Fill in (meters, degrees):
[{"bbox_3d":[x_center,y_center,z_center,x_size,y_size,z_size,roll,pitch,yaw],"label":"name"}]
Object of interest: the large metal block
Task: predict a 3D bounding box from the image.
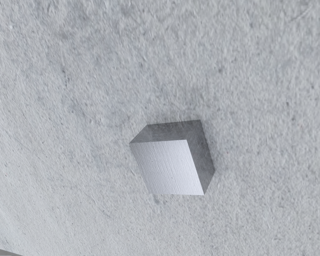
[{"bbox_3d":[0.018,0.039,0.404,0.080,0.050,0.080,-5,116,30],"label":"large metal block"}]
